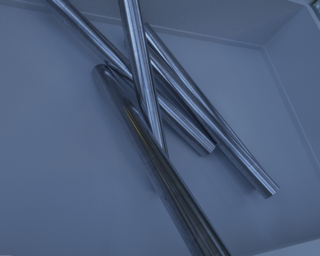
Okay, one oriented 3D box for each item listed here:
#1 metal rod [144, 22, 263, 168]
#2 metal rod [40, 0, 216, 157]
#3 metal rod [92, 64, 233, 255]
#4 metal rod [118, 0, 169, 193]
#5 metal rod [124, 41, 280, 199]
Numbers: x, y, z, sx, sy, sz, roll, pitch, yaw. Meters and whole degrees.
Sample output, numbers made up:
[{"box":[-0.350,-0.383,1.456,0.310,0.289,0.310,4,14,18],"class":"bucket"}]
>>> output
[{"box":[0.060,-0.038,0.463,0.025,0.025,0.299,-29,78,-38],"class":"metal rod"},{"box":[-0.040,-0.072,0.410,0.300,0.025,0.025,44,51,-6],"class":"metal rod"},{"box":[-0.016,0.015,0.309,0.025,0.025,0.300,-2,38,-30],"class":"metal rod"},{"box":[-0.022,-0.073,0.366,0.025,0.025,0.298,-11,91,-33],"class":"metal rod"},{"box":[0.052,-0.025,0.438,0.025,0.025,0.300,-33,77,-38],"class":"metal rod"}]
